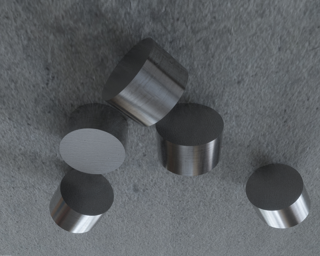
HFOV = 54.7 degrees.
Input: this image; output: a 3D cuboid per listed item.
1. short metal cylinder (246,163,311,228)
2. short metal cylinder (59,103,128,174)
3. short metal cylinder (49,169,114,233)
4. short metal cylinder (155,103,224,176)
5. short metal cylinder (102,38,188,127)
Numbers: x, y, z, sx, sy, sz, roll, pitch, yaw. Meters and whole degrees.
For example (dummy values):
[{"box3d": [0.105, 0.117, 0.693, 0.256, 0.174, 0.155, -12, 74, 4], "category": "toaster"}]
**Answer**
[{"box3d": [0.175, 0.100, 0.459, 0.080, 0.080, 0.050, -22, 127, 17], "category": "short metal cylinder"}, {"box3d": [-0.083, 0.015, 0.402, 0.081, 0.050, 0.079, 0, 130, 0], "category": "short metal cylinder"}, {"box3d": [-0.116, 0.107, 0.461, 0.080, 0.080, 0.050, 23, 126, -19], "category": "short metal cylinder"}, {"box3d": [0.036, 0.013, 0.383, 0.081, 0.080, 0.050, -2, 130, 1], "category": "short metal cylinder"}, {"box3d": [-0.017, -0.048, 0.330, 0.050, 0.080, 0.080, 37, 121, -27], "category": "short metal cylinder"}]
